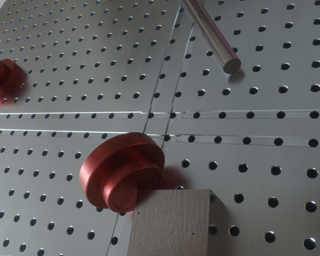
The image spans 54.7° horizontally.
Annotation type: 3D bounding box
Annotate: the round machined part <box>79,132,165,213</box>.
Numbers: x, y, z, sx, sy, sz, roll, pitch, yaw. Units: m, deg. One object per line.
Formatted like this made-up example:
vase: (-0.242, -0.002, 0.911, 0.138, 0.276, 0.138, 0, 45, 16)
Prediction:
round machined part: (-0.035, 0.056, 0.346, 0.098, 0.098, 0.042, -42, 51, 0)

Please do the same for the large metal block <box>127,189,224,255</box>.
large metal block: (0.018, 0.109, 0.316, 0.080, 0.050, 0.080, -6, 59, 25)

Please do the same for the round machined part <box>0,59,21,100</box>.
round machined part: (-0.342, -0.105, 0.642, 0.098, 0.042, 0.098, -13, 56, 21)

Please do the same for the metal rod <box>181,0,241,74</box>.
metal rod: (0.055, -0.194, 0.498, 0.025, 0.025, 0.299, -28, 52, 11)
